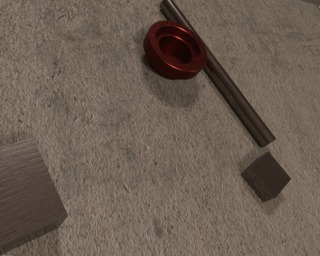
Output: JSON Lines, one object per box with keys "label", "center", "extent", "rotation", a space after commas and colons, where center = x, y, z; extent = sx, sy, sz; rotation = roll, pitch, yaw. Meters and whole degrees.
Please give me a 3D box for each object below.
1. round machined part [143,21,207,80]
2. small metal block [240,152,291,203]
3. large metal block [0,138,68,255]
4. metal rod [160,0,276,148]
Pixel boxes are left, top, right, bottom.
{"label": "round machined part", "center": [0.020, -0.113, 0.474], "extent": [0.099, 0.042, 0.098], "rotation": [14, 56, -21]}
{"label": "small metal block", "center": [0.153, 0.070, 0.446], "extent": [0.050, 0.025, 0.050], "rotation": [-31, 79, -38]}
{"label": "large metal block", "center": [-0.140, 0.065, 0.273], "extent": [0.081, 0.050, 0.080], "rotation": [-19, 72, -36]}
{"label": "metal rod", "center": [0.090, -0.098, 0.514], "extent": [0.025, 0.025, 0.299], "rotation": [-24, 75, -37]}
